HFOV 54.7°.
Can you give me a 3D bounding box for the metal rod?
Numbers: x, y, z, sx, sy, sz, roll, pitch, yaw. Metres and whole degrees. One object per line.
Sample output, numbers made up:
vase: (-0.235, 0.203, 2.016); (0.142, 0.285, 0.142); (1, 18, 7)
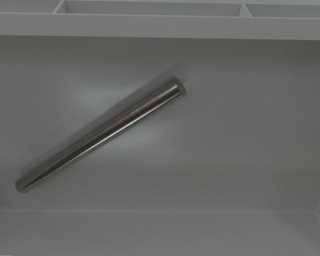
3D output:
metal rod: (-0.095, 0.020, 0.424); (0.300, 0.025, 0.025); (-30, 124, 23)
